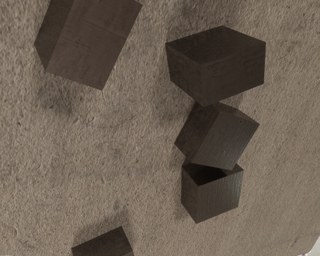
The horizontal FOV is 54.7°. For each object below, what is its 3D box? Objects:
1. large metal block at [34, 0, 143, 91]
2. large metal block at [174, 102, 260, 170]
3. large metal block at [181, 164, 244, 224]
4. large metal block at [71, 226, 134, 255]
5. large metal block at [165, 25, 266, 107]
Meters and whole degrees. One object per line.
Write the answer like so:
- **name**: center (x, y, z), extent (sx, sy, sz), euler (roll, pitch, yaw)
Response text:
- **large metal block**: center (-0.069, -0.091, 0.278), extent (0.050, 0.080, 0.080), euler (17, 109, -35)
- **large metal block**: center (0.080, 0.009, 0.442), extent (0.081, 0.050, 0.080), euler (14, 111, -35)
- **large metal block**: center (0.082, 0.095, 0.497), extent (0.081, 0.050, 0.079), euler (-15, 125, -20)
- **large metal block**: center (-0.081, 0.211, 0.478), extent (0.081, 0.050, 0.079), euler (-20, 126, -17)
- **large metal block**: center (0.063, -0.075, 0.360), extent (0.081, 0.080, 0.050), euler (-22, 127, -16)
